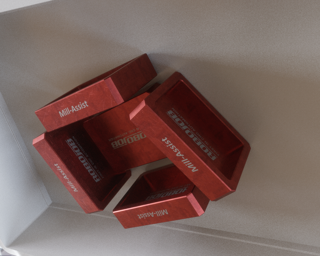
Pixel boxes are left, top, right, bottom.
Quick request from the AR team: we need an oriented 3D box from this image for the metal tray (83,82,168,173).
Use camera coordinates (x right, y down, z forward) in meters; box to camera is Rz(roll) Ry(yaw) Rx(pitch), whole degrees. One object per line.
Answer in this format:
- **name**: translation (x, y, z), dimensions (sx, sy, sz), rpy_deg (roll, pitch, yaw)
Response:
- **metal tray**: translation (-0.033, 0.004, 0.420), dimensions (0.130, 0.030, 0.090), rpy_deg (-21, 107, 35)

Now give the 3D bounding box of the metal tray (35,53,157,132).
- **metal tray**: translation (-0.078, -0.042, 0.377), dimensions (0.130, 0.090, 0.030), rpy_deg (-17, 110, 34)

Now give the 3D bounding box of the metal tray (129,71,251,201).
- **metal tray**: translation (0.039, 0.006, 0.347), dimensions (0.130, 0.090, 0.030), rpy_deg (45, 130, -4)

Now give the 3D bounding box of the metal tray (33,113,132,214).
- **metal tray**: translation (-0.106, 0.045, 0.445), dimensions (0.030, 0.090, 0.130), rpy_deg (-23, 106, 36)

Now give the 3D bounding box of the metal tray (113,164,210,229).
- **metal tray**: translation (0.010, 0.083, 0.409), dimensions (0.130, 0.090, 0.030), rpy_deg (-22, 107, 36)
